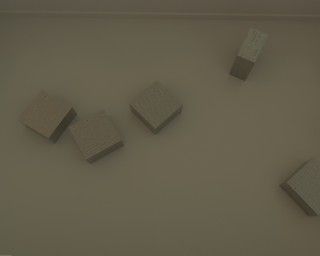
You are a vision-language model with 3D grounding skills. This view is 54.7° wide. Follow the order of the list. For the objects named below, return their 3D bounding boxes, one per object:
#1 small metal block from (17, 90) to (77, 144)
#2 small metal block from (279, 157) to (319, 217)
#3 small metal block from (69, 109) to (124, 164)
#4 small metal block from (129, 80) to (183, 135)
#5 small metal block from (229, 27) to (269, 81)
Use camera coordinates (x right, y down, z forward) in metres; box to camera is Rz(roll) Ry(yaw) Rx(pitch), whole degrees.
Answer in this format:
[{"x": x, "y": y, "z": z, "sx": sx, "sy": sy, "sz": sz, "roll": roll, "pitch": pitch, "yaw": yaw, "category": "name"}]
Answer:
[{"x": -0.149, "y": -0.015, "z": 0.414, "sx": 0.050, "sy": 0.025, "sz": 0.050, "roll": 29, "pitch": 72, "yaw": 10, "category": "small metal block"}, {"x": 0.188, "y": 0.073, "z": 0.384, "sx": 0.050, "sy": 0.025, "sz": 0.050, "roll": -37, "pitch": 74, "yaw": -13, "category": "small metal block"}, {"x": -0.082, "y": 0.011, "z": 0.405, "sx": 0.050, "sy": 0.025, "sz": 0.050, "roll": -29, "pitch": 73, "yaw": -10, "category": "small metal block"}, {"x": -0.005, "y": -0.028, "z": 0.420, "sx": 0.050, "sy": 0.025, "sz": 0.050, "roll": -42, "pitch": 75, "yaw": -14, "category": "small metal block"}, {"x": 0.124, "y": -0.102, "z": 0.434, "sx": 0.025, "sy": 0.050, "sz": 0.050, "roll": 26, "pitch": 72, "yaw": 9, "category": "small metal block"}]
